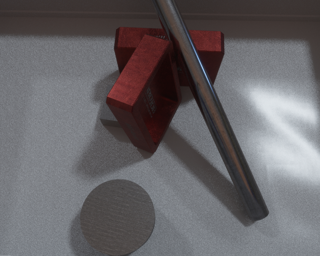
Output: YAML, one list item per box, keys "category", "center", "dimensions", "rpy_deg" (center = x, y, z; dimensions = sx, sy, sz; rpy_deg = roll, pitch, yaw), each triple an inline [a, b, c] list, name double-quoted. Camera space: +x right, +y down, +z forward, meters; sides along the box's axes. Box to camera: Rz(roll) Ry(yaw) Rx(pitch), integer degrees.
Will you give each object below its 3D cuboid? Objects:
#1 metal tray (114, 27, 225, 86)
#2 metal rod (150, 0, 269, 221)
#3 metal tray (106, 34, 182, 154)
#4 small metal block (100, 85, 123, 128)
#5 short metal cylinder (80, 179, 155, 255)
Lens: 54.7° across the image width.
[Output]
- category: "metal tray"
  center: [0.011, -0.090, 0.408]
  dimensions: [0.131, 0.090, 0.030]
  rpy_deg: [3, 70, 0]
- category: "metal rod"
  center: [0.056, -0.029, 0.356]
  dimensions: [0.025, 0.025, 0.299]
  rpy_deg: [-27, 98, -10]
- category: "metal tray"
  center: [-0.011, -0.033, 0.364]
  dimensions: [0.030, 0.130, 0.090]
  rpy_deg: [22, 71, 17]
- category: "small metal block"
  center: [-0.049, -0.028, 0.419]
  dimensions: [0.050, 0.025, 0.050]
  rpy_deg: [8, 70, 2]
- category: "short metal cylinder"
  center: [-0.046, 0.103, 0.358]
  dimensions: [0.081, 0.050, 0.080]
  rpy_deg: [0, 70, 0]
